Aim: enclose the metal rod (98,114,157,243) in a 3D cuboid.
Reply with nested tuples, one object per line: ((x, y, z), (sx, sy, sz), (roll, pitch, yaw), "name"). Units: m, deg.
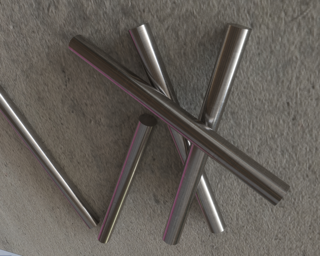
((-0.061, 0.099, 0.498), (0.025, 0.025, 0.298), (29, 128, 9), "metal rod")

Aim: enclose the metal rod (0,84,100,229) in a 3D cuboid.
((-0.199, 0.056, 0.543), (0.025, 0.025, 0.299), (-21, 108, 35), "metal rod")

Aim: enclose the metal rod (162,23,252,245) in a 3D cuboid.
((0.047, 0.028, 0.372), (0.025, 0.025, 0.298), (22, 118, 15), "metal rod")

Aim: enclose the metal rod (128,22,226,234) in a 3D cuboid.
((0.029, 0.015, 0.399), (0.025, 0.025, 0.299), (-10, 114, 32), "metal rod")

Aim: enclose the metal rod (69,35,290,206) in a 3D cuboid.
((0.007, -0.021, 0.349), (0.300, 0.025, 0.025), (38, 130, 18), "metal rod")
